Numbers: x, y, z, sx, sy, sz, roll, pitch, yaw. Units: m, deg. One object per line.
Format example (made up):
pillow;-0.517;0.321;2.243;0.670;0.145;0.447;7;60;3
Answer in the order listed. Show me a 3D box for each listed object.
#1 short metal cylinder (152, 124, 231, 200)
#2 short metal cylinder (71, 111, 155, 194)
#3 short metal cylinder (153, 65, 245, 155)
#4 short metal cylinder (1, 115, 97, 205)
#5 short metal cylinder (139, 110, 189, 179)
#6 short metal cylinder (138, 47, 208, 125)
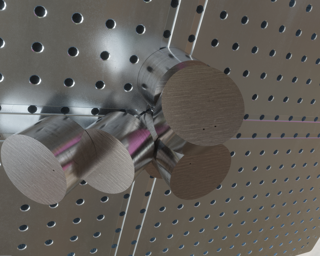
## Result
short metal cylinder;0.037;0.039;0.372;0.081;0.050;0.079;-14;124;-21
short metal cylinder;-0.053;0.027;0.354;0.050;0.080;0.079;-45;148;-56
short metal cylinder;0.037;-0.016;0.312;0.081;0.080;0.050;-22;170;-16
short metal cylinder;-0.115;0.032;0.324;0.050;0.080;0.079;-47;149;-56
short metal cylinder;0.006;0.020;0.409;0.081;0.050;0.079;-14;124;-21
short metal cylinder;0.020;-0.051;0.374;0.081;0.050;0.079;-14;124;-21
